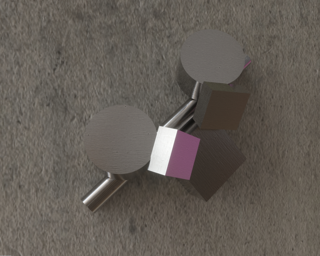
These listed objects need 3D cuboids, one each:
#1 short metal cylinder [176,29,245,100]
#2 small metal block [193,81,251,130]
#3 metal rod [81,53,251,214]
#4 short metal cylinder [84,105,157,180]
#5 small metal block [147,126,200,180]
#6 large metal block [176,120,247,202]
[{"bbox_3d":[0.064,-0.081,0.406,0.081,0.050,0.080,1,72,-4],"label":"short metal cylinder"},{"bbox_3d":[0.073,-0.026,0.372,0.050,0.025,0.050,2,120,-20],"label":"small metal block"},{"bbox_3d":[0.018,-0.003,0.418,0.301,0.025,0.025,-43,104,-15],"label":"metal rod"},{"bbox_3d":[-0.045,0.019,0.366,0.081,0.050,0.080,1,72,-4],"label":"short metal cylinder"},{"bbox_3d":[0.017,0.029,0.352,0.050,0.025,0.050,22,82,-51],"label":"small metal block"},{"bbox_3d":[0.054,0.037,0.416,0.080,0.050,0.080,-43,104,-15],"label":"large metal block"}]
